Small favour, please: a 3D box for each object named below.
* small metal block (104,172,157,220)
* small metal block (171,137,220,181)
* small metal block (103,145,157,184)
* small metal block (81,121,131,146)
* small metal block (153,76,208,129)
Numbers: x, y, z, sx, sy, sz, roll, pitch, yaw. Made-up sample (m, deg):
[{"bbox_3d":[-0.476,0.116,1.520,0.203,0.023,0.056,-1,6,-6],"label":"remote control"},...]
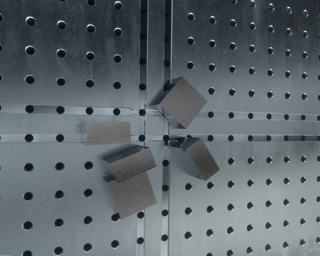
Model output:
[{"bbox_3d":[-0.038,0.082,0.400,0.050,0.025,0.050,-21,97,-19],"label":"small metal block"},{"bbox_3d":[0.047,0.040,0.418,0.025,0.050,0.050,-35,102,-17],"label":"small metal block"},{"bbox_3d":[-0.039,0.043,0.386,0.050,0.050,0.025,-22,98,-19],"label":"small metal block"},{"bbox_3d":[-0.067,0.006,0.375,0.050,0.050,0.025,-3,91,-20],"label":"small metal block"},{"bbox_3d":[0.028,-0.034,0.424,0.050,0.025,0.050,42,77,-16],"label":"small metal block"}]
